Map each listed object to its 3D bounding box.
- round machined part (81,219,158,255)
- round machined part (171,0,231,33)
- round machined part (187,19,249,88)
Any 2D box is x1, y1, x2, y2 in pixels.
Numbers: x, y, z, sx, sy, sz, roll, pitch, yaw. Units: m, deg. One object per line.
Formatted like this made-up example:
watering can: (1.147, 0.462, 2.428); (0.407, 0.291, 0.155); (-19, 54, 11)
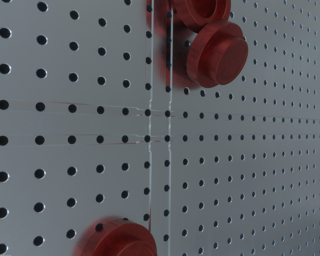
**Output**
round machined part: (-0.041, 0.161, 0.363); (0.099, 0.042, 0.097); (0, 90, -40)
round machined part: (0.054, -0.183, 0.441); (0.099, 0.042, 0.097); (0, 90, -40)
round machined part: (0.087, -0.100, 0.441); (0.099, 0.042, 0.097); (-30, 140, -29)
